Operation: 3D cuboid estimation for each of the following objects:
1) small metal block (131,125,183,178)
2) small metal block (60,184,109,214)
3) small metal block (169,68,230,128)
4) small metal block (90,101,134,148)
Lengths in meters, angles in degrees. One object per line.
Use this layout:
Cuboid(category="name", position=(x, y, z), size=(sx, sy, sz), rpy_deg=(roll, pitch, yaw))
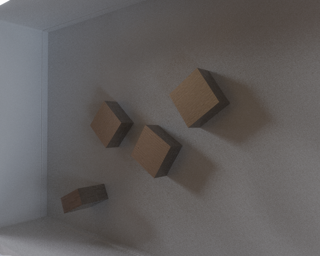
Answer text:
Cuboid(category="small metal block", position=(-0.005, 0.030, 0.411), size=(0.050, 0.025, 0.050), rpy_deg=(40, 114, 32))
Cuboid(category="small metal block", position=(-0.119, 0.111, 0.489), size=(0.050, 0.050, 0.025), rpy_deg=(-31, 71, 36))
Cuboid(category="small metal block", position=(0.046, -0.035, 0.369), size=(0.050, 0.025, 0.050), rpy_deg=(-42, 65, 32))
Cuboid(category="small metal block", position=(-0.073, -0.006, 0.468), size=(0.050, 0.025, 0.050), rpy_deg=(49, 119, 28))
